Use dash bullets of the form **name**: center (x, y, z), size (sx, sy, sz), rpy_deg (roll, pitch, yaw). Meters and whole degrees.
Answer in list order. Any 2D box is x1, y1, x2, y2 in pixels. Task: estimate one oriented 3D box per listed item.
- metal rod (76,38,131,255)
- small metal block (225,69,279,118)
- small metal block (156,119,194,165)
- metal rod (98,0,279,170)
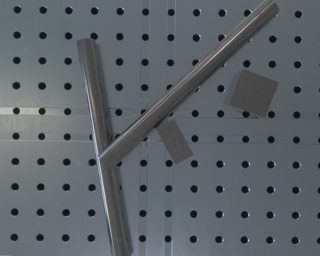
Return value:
- **metal rod**: center (-0.074, 0.032, 0.412), size (0.025, 0.025, 0.298), rpy_deg (-9, 90, 0)
- **small metal block**: center (0.122, -0.045, 0.414), size (0.050, 0.025, 0.050), rpy_deg (21, 90, 0)
- **small metal block**: center (0.018, 0.017, 0.401), size (0.025, 0.050, 0.050), rpy_deg (-29, 90, 0)
- **metal rod**: center (0.040, -0.059, 0.401), size (0.300, 0.025, 0.025), rpy_deg (-43, 90, -5)
